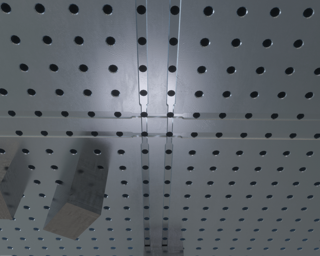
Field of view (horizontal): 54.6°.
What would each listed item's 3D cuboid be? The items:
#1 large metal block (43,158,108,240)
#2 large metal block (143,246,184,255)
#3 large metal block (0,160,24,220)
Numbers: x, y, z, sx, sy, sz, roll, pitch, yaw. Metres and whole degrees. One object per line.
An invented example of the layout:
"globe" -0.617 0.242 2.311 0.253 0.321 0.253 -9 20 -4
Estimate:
"large metal block" -0.125 0.107 0.465 0.050 0.080 0.080 29 124 -22
"large metal block" 0.008 0.288 0.640 0.080 0.050 0.080 -1 130 1
"large metal block" -0.266 0.094 0.473 0.080 0.050 0.080 3 130 -3
